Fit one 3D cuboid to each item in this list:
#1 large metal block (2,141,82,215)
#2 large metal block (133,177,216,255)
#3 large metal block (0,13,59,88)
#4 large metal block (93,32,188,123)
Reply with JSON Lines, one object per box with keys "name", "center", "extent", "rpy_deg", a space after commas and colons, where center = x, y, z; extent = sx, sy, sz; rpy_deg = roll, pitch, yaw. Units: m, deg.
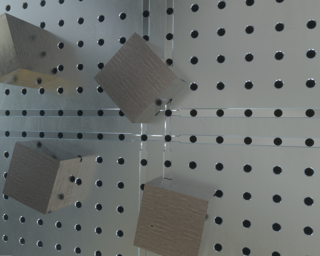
{"name": "large metal block", "center": [-0.174, 0.070, 0.459], "extent": [0.080, 0.050, 0.080], "rpy_deg": [19, 96, 18]}
{"name": "large metal block", "center": [0.020, 0.114, 0.392], "extent": [0.080, 0.050, 0.079], "rpy_deg": [12, 94, 19]}
{"name": "large metal block", "center": [-0.204, -0.108, 0.453], "extent": [0.050, 0.080, 0.080], "rpy_deg": [-19, 84, 19]}
{"name": "large metal block", "center": [-0.024, -0.063, 0.407], "extent": [0.080, 0.050, 0.080], "rpy_deg": [-44, 77, 14]}
